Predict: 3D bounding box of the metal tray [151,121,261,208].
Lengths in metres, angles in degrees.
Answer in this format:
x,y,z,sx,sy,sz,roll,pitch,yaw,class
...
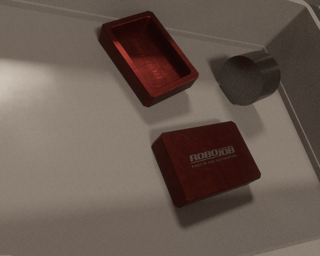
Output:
x,y,z,sx,sy,sz,roll,pitch,yaw,class
0.063,0.043,0.412,0.131,0.030,0.090,-9,67,-33,metal tray

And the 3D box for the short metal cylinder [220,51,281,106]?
x,y,z,sx,sy,sz,roll,pitch,yaw,class
0.144,-0.081,0.500,0.050,0.080,0.080,-22,74,-36,short metal cylinder

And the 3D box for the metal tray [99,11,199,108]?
x,y,z,sx,sy,sz,roll,pitch,yaw,class
-0.017,-0.103,0.449,0.091,0.030,0.130,-29,78,-29,metal tray
